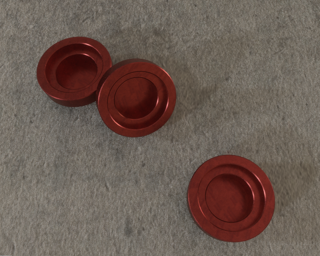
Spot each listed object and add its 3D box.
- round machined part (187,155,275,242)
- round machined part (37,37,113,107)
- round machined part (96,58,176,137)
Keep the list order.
[{"bbox_3d":[0.081,0.084,0.369,0.099,0.042,0.098,0,70,-1],"label":"round machined part"},{"bbox_3d":[-0.111,-0.072,0.422,0.099,0.042,0.098,-1,68,3],"label":"round machined part"},{"bbox_3d":[-0.032,-0.041,0.395,0.099,0.097,0.042,-23,30,-9],"label":"round machined part"}]
